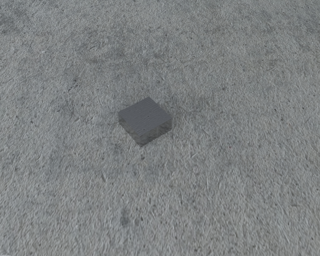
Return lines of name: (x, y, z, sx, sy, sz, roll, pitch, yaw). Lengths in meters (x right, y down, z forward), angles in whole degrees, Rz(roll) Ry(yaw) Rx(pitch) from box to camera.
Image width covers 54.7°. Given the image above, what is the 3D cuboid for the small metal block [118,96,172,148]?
small metal block: (-0.020, -0.009, 0.412, 0.050, 0.025, 0.050, -30, 56, -23)
